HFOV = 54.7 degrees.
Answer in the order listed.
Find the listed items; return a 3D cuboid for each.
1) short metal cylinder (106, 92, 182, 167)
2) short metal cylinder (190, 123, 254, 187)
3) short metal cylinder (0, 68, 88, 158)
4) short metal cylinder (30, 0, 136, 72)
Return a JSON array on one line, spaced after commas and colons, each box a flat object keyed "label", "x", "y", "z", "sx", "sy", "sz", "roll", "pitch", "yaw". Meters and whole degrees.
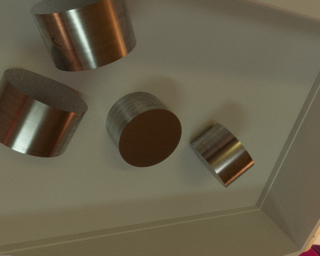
[{"label": "short metal cylinder", "x": -0.021, "y": 0.001, "z": 0.384, "sx": 0.081, "sy": 0.050, "sz": 0.079, "roll": -14, "pitch": 125, "yaw": -21}, {"label": "short metal cylinder", "x": 0.089, "y": 0.039, "z": 0.448, "sx": 0.050, "sy": 0.080, "sz": 0.080, "roll": -39, "pitch": 130, "yaw": -2}, {"label": "short metal cylinder", "x": -0.118, "y": -0.015, "z": 0.300, "sx": 0.080, "sy": 0.080, "sz": 0.050, "roll": 21, "pitch": 107, "yaw": -36}, {"label": "short metal cylinder", "x": -0.067, "y": -0.093, "z": 0.280, "sx": 0.081, "sy": 0.080, "sz": 0.050, "roll": -24, "pitch": 128, "yaw": -14}]
